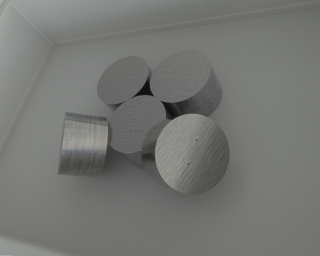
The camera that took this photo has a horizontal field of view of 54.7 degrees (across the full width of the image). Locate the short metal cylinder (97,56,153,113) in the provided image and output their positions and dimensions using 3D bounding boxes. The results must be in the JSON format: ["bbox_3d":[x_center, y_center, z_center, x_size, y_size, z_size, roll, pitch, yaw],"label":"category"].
[{"bbox_3d":[-0.041,-0.055,0.440,0.080,0.050,0.080,-13,56,20],"label":"short metal cylinder"}]

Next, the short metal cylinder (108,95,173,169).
[{"bbox_3d":[-0.019,0.006,0.391,0.080,0.050,0.080,-13,56,20],"label":"short metal cylinder"}]

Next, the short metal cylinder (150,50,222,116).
[{"bbox_3d":[0.034,-0.053,0.402,0.080,0.050,0.080,-13,56,20],"label":"short metal cylinder"}]

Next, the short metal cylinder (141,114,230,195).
[{"bbox_3d":[0.026,0.027,0.329,0.080,0.080,0.050,-58,14,-13],"label":"short metal cylinder"}]

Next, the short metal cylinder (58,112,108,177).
[{"bbox_3d":[-0.101,0.022,0.399,0.050,0.080,0.080,7,54,-19],"label":"short metal cylinder"}]
